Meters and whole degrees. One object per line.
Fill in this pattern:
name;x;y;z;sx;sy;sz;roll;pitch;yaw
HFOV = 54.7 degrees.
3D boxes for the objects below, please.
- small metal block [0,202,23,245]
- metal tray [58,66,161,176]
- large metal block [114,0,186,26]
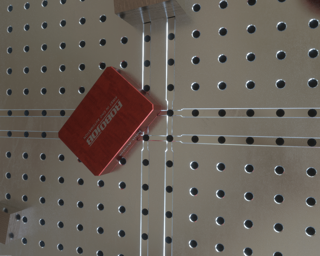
small metal block;-0.257;0.153;0.503;0.050;0.025;0.050;13;94;19
metal tray;-0.073;-0.009;0.436;0.090;0.030;0.130;43;103;14
large metal block;-0.015;-0.189;0.404;0.080;0.050;0.080;-6;88;20
